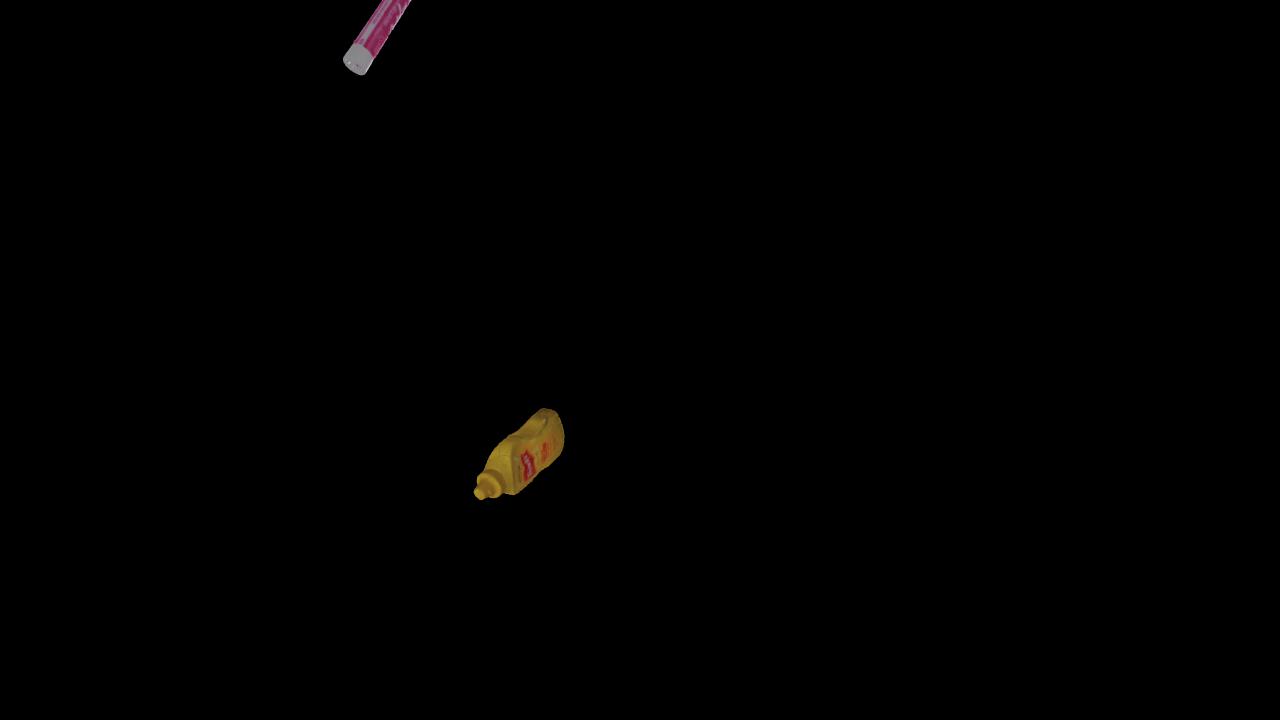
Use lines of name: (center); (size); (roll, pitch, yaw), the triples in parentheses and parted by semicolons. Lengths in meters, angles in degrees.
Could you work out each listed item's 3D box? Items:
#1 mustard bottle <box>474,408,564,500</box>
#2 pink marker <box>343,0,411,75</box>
mustard bottle: (-0.182, 0.150, 0.916); (0.054, 0.092, 0.184); (18, 29, 20)
pink marker: (-0.210, -0.291, 0.515); (0.020, 0.121, 0.020); (19, -17, 6)
